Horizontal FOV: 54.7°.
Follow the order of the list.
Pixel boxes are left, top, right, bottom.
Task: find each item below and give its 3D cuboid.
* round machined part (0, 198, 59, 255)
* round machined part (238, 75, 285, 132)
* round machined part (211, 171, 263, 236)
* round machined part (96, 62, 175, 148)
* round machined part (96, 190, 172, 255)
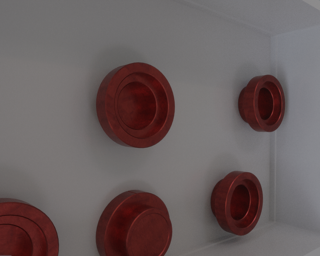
[{"bbox_3d":[-0.146,0.111,0.274,0.099,0.042,0.097,0,90,-40],"label":"round machined part"},{"bbox_3d":[0.174,-0.042,0.541,0.099,0.042,0.097,0,90,-40],"label":"round machined part"},{"bbox_3d":[0.119,0.117,0.495,0.099,0.042,0.097,0,90,-40],"label":"round machined part"},{"bbox_3d":[-0.032,-0.026,0.368,0.099,0.042,0.097,0,90,-40],"label":"round machined part"},{"bbox_3d":[-0.024,0.127,0.376,0.099,0.042,0.097,0,90,-40],"label":"round machined part"}]
